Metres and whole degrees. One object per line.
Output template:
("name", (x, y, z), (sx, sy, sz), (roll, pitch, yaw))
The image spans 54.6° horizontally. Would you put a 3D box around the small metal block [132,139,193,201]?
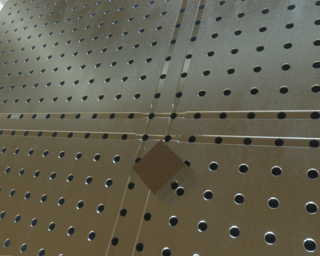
("small metal block", (0.003, 0.051, 0.376), (0.050, 0.025, 0.050), (-44, 51, -3))
